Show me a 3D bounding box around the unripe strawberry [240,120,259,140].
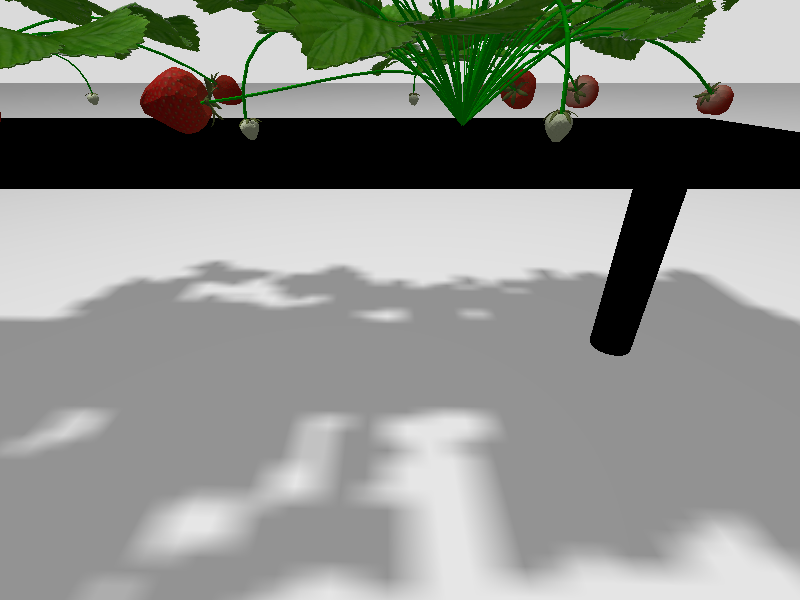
[{"bbox_3d":[-0.085,-0.097,0.228,0.010,0.011,0.012,-21,36,-32],"label":"unripe strawberry"}]

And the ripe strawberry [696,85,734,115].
[{"bbox_3d":[0.300,-0.188,0.379,0.029,0.025,0.029,22,20,-28],"label":"ripe strawberry"}]

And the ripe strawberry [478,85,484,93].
[{"bbox_3d":[0.083,-0.229,0.447,0.025,0.029,0.027,6,30,11],"label":"ripe strawberry"}]

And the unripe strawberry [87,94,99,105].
[{"bbox_3d":[-0.334,-0.219,0.437,0.011,0.011,0.010,13,32,22],"label":"unripe strawberry"}]

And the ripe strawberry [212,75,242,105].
[{"bbox_3d":[-0.208,-0.253,0.486,0.037,0.031,0.037,26,11,37],"label":"ripe strawberry"}]

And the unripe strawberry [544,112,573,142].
[{"bbox_3d":[0.065,-0.071,0.165,0.011,0.011,0.011,-2,30,-4],"label":"unripe strawberry"}]

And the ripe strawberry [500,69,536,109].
[{"bbox_3d":[0.142,-0.251,0.477,0.040,0.043,0.043,14,32,22],"label":"ripe strawberry"}]

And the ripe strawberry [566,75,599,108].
[{"bbox_3d":[0.204,-0.233,0.449,0.038,0.032,0.038,26,33,38],"label":"ripe strawberry"}]

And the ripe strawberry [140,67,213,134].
[{"bbox_3d":[-0.156,-0.137,0.278,0.043,0.042,0.040,-6,30,-9],"label":"ripe strawberry"}]

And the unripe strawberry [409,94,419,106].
[{"bbox_3d":[0.015,-0.217,0.435,0.011,0.011,0.010,-7,31,-13],"label":"unripe strawberry"}]
